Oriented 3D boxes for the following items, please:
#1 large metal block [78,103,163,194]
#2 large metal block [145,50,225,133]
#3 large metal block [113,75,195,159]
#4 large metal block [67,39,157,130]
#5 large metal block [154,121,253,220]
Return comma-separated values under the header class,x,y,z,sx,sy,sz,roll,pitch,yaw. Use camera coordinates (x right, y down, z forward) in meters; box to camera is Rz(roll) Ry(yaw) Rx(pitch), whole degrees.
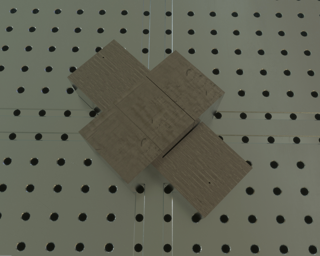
class,x,y,z,sx,sy,sz,roll,pitch,yaw
large metal block,-0.043,0.028,0.372,0.050,0.080,0.080,-43,76,-14
large metal block,0.029,-0.038,0.397,0.050,0.080,0.080,-43,76,-14
large metal block,-0.008,-0.005,0.385,0.050,0.080,0.080,-43,76,-14
large metal block,-0.061,-0.057,0.416,0.080,0.050,0.080,43,76,13
large metal block,0.050,0.053,0.380,0.080,0.050,0.080,-42,76,-13
